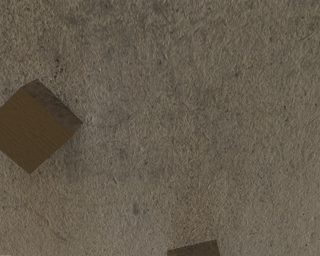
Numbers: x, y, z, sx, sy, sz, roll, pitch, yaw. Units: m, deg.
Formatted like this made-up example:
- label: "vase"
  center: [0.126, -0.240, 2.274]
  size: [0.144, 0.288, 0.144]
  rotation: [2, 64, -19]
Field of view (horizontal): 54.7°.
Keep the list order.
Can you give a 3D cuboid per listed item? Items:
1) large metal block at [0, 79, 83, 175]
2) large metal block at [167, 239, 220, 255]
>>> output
- label: "large metal block"
  center: [-0.161, -0.002, 0.394]
  size: [0.080, 0.050, 0.080]
  rotation: [-40, 106, 13]
- label: "large metal block"
  center: [0.061, 0.230, 0.482]
  size: [0.080, 0.050, 0.080]
  rotation: [-15, 110, 5]
